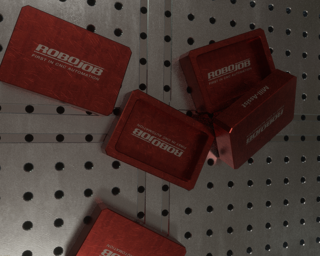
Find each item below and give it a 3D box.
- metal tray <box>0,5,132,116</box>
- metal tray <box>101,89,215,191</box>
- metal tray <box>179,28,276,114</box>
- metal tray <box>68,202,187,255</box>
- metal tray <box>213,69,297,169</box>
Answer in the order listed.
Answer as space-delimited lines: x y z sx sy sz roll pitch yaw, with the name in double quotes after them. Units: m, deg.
-0.109 -0.075 0.370 0.131 0.030 0.090 19 84 -20 "metal tray"
0.001 0.017 0.411 0.131 0.030 0.090 27 81 -19 "metal tray"
0.103 -0.083 0.449 0.131 0.030 0.090 -22 98 -19 "metal tray"
-0.042 0.165 0.396 0.130 0.030 0.090 33 79 -18 "metal tray"
0.137 -0.012 0.437 0.131 0.030 0.090 -37 137 -16 "metal tray"
